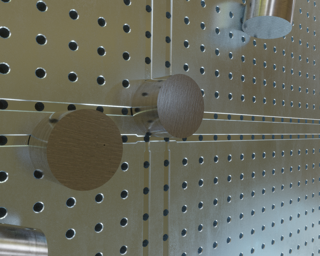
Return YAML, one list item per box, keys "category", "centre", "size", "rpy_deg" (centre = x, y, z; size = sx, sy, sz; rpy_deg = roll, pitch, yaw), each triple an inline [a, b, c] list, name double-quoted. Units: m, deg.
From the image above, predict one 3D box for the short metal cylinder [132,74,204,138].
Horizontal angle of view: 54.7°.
- category: "short metal cylinder"
  centre: [0.011, -0.027, 0.402]
  size: [0.081, 0.050, 0.079]
  rpy_deg: [0, 90, -40]

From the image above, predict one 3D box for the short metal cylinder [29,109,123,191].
- category: "short metal cylinder"
  centre: [-0.086, 0.021, 0.320]
  size: [0.081, 0.050, 0.079]
  rpy_deg: [0, 90, -40]

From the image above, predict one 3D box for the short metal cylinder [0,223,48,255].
- category: "short metal cylinder"
  centre: [-0.138, 0.122, 0.258]
  size: [0.050, 0.080, 0.080]
  rpy_deg: [26, 74, -37]

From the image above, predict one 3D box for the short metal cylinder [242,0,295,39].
- category: "short metal cylinder"
  centre: [0.184, -0.193, 0.527]
  size: [0.081, 0.080, 0.050]
  rpy_deg: [17, 80, -39]
